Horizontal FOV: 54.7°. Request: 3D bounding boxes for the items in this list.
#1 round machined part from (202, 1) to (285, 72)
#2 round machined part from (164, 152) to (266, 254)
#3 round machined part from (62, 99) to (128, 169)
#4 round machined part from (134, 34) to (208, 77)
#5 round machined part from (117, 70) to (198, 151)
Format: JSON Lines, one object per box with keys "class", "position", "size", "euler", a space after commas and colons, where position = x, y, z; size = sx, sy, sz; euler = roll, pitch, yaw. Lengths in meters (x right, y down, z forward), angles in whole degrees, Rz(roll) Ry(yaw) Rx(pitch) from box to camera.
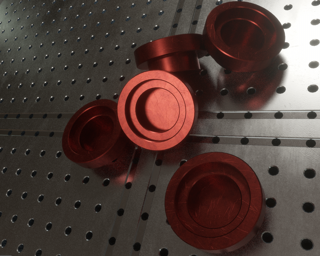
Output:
{"class": "round machined part", "position": [0.102, -0.110, 0.394], "size": [0.099, 0.042, 0.098], "euler": [2, 63, -4]}
{"class": "round machined part", "position": [0.058, 0.077, 0.319], "size": [0.098, 0.042, 0.098], "euler": [-13, 56, 20]}
{"class": "round machined part", "position": [-0.083, 0.011, 0.432], "size": [0.098, 0.042, 0.098], "euler": [-13, 56, 20]}
{"class": "round machined part", "position": [0.017, -0.091, 0.419], "size": [0.098, 0.098, 0.042], "euler": [-11, 92, 22]}
{"class": "round machined part", "position": [0.000, -0.023, 0.390], "size": [0.098, 0.042, 0.097], "euler": [2, 98, 17]}
